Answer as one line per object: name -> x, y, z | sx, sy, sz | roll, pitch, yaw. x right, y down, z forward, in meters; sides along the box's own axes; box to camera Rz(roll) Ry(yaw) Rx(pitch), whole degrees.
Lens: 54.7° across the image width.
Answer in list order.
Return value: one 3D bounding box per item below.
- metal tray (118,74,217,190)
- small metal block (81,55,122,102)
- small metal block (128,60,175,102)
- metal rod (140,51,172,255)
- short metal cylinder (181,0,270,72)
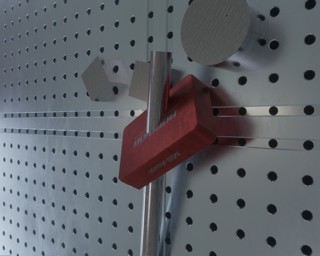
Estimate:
metal tray -> 0.004, 0.006, 0.372 | 0.130, 0.030, 0.090 | -37, 35, 32
small metal block -> -0.093, -0.076, 0.486 | 0.050, 0.025, 0.050 | -39, 66, 33
small metal block -> -0.012, -0.061, 0.420 | 0.050, 0.025, 0.050 | 22, 104, 38
metal rod -> -0.007, 0.057, 0.389 | 0.025, 0.025, 0.298 | 14, 107, 39
short metal cylinder -> 0.070, -0.104, 0.336 | 0.080, 0.050, 0.080 | 0, 90, 40
